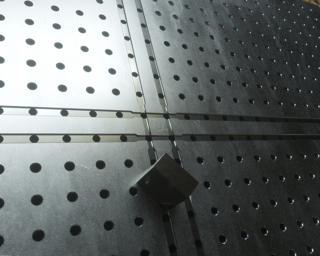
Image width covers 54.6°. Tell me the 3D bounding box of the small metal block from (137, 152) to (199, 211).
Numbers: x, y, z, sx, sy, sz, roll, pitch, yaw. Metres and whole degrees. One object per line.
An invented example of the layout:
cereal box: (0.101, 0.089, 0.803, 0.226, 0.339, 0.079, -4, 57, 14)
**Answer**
small metal block: (0.008, 0.063, 0.358, 0.050, 0.050, 0.025, 42, 51, 1)
